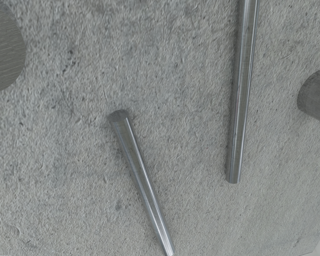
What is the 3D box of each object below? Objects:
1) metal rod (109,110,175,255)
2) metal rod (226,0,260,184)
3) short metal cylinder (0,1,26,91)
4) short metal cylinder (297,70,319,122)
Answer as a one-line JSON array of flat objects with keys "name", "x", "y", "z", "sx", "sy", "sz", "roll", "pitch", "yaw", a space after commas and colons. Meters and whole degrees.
[{"name": "metal rod", "x": -0.017, "y": 0.101, "z": 0.459, "sx": 0.025, "sy": 0.025, "sz": 0.298, "roll": -25, "pitch": 128, "yaw": -13}, {"name": "metal rod", "x": 0.115, "y": -0.038, "z": 0.446, "sx": 0.025, "sy": 0.025, "sz": 0.298, "roll": -17, "pitch": 125, "yaw": -19}, {"name": "short metal cylinder", "x": -0.158, "y": -0.072, "z": 0.259, "sx": 0.081, "sy": 0.050, "sz": 0.079, "roll": -14, "pitch": 124, "yaw": -21}, {"name": "short metal cylinder", "x": 0.276, "y": -0.051, "z": 0.510, "sx": 0.081, "sy": 0.050, "sz": 0.079, "roll": -14, "pitch": 124, "yaw": -21}]
